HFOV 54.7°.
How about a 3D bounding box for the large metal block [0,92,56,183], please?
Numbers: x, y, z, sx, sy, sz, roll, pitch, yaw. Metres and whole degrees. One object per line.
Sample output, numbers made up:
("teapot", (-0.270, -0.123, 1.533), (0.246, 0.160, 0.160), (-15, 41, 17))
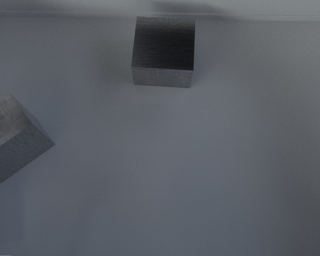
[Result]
("large metal block", (-0.187, 0.015, 0.374), (0.080, 0.080, 0.050), (-38, 75, -13))

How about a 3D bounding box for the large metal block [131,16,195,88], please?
("large metal block", (0.006, -0.105, 0.435), (0.080, 0.050, 0.080), (4, 70, 1))
